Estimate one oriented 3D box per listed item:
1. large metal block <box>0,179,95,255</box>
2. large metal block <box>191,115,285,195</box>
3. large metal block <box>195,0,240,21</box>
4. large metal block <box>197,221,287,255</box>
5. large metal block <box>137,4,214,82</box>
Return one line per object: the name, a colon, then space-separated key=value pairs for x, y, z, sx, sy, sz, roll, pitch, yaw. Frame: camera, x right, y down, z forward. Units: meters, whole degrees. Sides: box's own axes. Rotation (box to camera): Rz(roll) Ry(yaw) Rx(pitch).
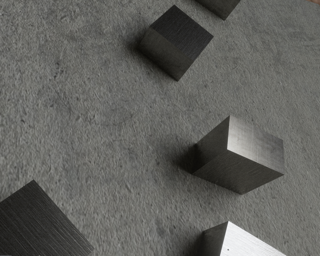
large metal block: x=-0.117 y=0.105 z=0.260 sx=0.080 sy=0.050 sz=0.080 roll=47 pitch=51 yaw=4
large metal block: x=0.098 y=0.038 z=0.398 sx=0.080 sy=0.080 sz=0.050 roll=24 pitch=53 yaw=-14
large metal block: x=0.120 y=-0.276 z=0.620 sx=0.080 sy=0.050 sz=0.080 roll=31 pitch=52 yaw=-8
large metal block: x=0.083 y=0.161 z=0.334 sx=0.080 sy=0.050 sz=0.080 roll=32 pitch=52 yaw=-7
large metal block: x=0.025 y=-0.133 z=0.482 sx=0.080 sy=0.050 sz=0.080 roll=38 pitch=51 yaw=-3
